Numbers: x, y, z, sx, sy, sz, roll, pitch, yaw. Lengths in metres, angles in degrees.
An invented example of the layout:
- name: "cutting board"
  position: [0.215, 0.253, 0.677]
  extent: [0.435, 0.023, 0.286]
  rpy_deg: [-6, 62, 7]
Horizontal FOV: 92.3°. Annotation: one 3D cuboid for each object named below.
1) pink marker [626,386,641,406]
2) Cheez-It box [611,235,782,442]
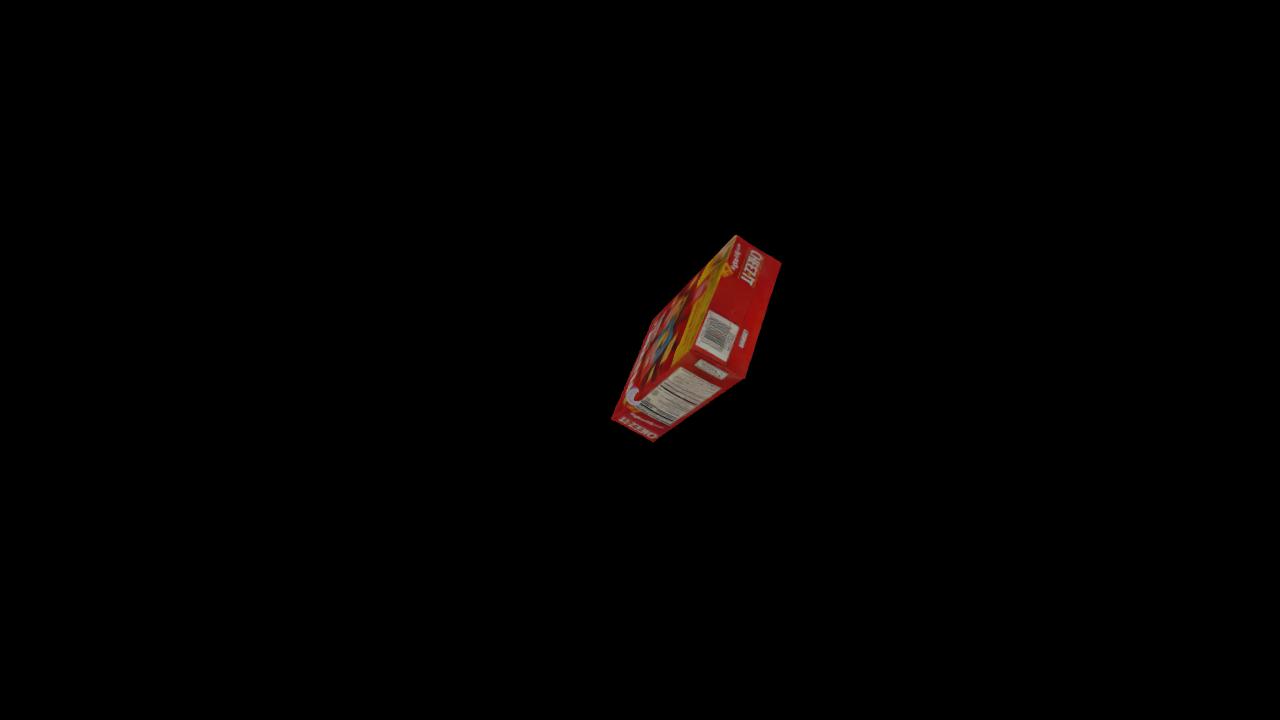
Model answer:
- name: "pink marker"
  position: [-0.001, 0.035, 0.746]
  extent: [0.020, 0.020, 0.121]
  rpy_deg: [0, 6, 5]
- name: "Cheez-It box"
  position: [0.058, -0.016, 0.711]
  extent: [0.071, 0.166, 0.223]
  rpy_deg: [30, -33, -10]
